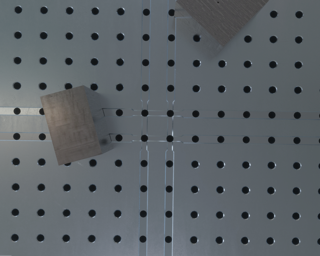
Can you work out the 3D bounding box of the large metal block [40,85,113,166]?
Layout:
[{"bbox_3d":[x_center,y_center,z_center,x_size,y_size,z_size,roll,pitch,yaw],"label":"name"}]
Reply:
[{"bbox_3d":[-0.099,-0.003,0.385,0.050,0.080,0.080,-15,90,0],"label":"large metal block"}]

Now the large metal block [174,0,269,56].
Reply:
[{"bbox_3d":[0.076,-0.155,0.401,0.080,0.050,0.080,44,90,0],"label":"large metal block"}]
